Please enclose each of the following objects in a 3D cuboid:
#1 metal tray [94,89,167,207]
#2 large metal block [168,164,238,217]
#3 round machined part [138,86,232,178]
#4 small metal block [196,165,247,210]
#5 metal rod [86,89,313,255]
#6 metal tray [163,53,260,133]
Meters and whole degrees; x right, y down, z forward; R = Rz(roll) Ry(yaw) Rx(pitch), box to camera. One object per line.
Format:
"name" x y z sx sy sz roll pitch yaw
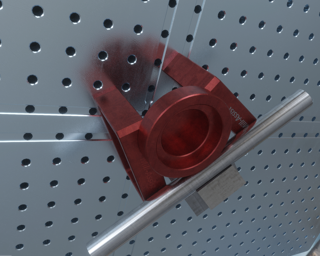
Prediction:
"metal tray" -0.031 0.028 0.370 0.030 0.090 0.129 -26 128 -12
"large metal block" 0.056 0.063 0.443 0.080 0.080 0.050 -36 129 -5
"round machined part" 0.023 0.001 0.325 0.099 0.042 0.097 -14 125 -21
"small metal block" 0.070 0.069 0.372 0.050 0.050 0.025 -37 85 -4
"metal rod" 0.049 0.050 0.354 0.301 0.025 0.025 -35 129 -5
"metal tray" 0.071 -0.032 0.389 0.030 0.090 0.130 -49 129 7
